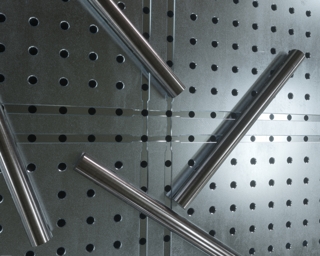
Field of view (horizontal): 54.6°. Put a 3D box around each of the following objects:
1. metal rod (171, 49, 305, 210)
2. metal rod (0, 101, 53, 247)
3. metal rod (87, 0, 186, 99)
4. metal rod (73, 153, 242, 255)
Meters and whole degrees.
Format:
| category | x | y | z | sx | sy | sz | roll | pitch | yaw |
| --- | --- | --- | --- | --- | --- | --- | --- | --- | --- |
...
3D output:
| category | x | y | z | sx | sy | sz | roll | pitch | yaw |
| --- | --- | --- | --- | --- | --- | --- | --- | --- | --- |
| metal rod | 0.122 | -0.006 | 0.456 | 0.025 | 0.025 | 0.300 | 45 | 76 | -15 |
| metal rod | -0.184 | -0.009 | 0.344 | 0.025 | 0.025 | 0.299 | -21 | 97 | -19 |
| metal rod | -0.072 | -0.156 | 0.385 | 0.025 | 0.025 | 0.300 | -46 | 104 | -14 |
| metal rod | 0.018 | 0.126 | 0.419 | 0.301 | 0.025 | 0.025 | 37 | 78 | -16 |
